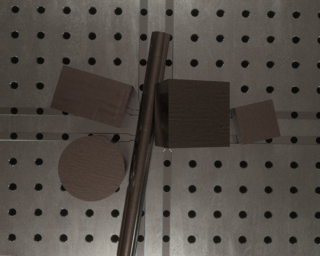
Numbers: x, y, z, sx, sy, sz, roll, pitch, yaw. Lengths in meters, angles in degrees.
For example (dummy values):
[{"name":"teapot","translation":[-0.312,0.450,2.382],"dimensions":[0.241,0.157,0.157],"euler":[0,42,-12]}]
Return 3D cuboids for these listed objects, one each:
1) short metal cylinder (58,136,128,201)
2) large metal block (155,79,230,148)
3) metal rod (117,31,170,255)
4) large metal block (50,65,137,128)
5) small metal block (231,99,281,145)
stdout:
[{"name":"short metal cylinder","translation":[-0.083,0.049,0.400],"dimensions":[0.081,0.050,0.079],"euler":[0,90,-1]},{"name":"large metal block","translation":[0.039,-0.017,0.390],"dimensions":[0.081,0.050,0.079],"euler":[0,90,-20]},{"name":"metal rod","translation":[-0.022,0.023,0.413],"dimensions":[0.025,0.025,0.298],"euler":[9,90,-1]},{"name":"large metal block","translation":[-0.077,-0.035,0.385],"dimensions":[0.080,0.080,0.050],"euler":[17,90,-1]},{"name":"small metal block","translation":[0.127,-0.008,0.415],"dimensions":[0.050,0.025,0.050],"euler":[-13,90,-1]}]
